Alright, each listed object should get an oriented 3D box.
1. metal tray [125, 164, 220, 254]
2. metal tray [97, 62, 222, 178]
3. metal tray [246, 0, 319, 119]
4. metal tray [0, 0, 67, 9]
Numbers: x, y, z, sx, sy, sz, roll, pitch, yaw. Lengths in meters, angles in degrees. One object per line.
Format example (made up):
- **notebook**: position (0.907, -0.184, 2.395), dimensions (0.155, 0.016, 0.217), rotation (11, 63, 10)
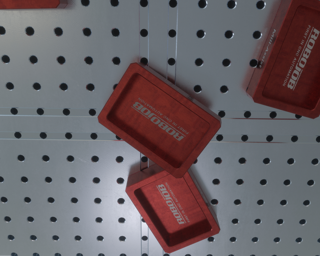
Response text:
- **metal tray**: position (0.020, 0.112, 0.452), dimensions (0.090, 0.030, 0.130), rotation (-26, 108, 9)
- **metal tray**: position (-0.001, -0.010, 0.388), dimensions (0.130, 0.030, 0.090), rotation (36, 106, 3)
- **metal tray**: position (0.174, -0.085, 0.380), dimensions (0.090, 0.030, 0.129), rotation (15, 109, -6)
- **metal tray**: position (-0.157, -0.198, 0.337), dimensions (0.090, 0.030, 0.129), rotation (-1, 110, 0)
